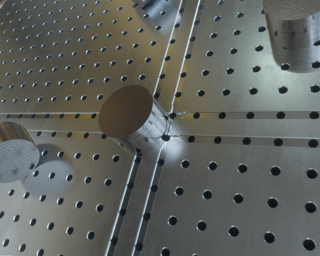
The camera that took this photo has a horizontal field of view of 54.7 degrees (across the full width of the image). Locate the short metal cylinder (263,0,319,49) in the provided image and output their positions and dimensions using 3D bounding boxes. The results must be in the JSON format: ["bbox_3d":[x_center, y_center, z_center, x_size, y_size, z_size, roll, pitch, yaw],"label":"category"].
[{"bbox_3d":[0.175,-0.148,0.391,0.080,0.050,0.080,-13,56,21],"label":"short metal cylinder"}]

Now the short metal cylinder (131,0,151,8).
[{"bbox_3d":[-0.039,-0.266,0.557,0.050,0.080,0.080,-44,51,-2],"label":"short metal cylinder"}]

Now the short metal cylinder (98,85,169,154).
[{"bbox_3d":[-0.035,-0.011,0.417,0.080,0.050,0.080,-13,56,21],"label":"short metal cylinder"}]

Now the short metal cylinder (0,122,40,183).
[{"bbox_3d":[-0.233,0.037,0.473,0.080,0.080,0.050,-45,51,-3],"label":"short metal cylinder"}]
